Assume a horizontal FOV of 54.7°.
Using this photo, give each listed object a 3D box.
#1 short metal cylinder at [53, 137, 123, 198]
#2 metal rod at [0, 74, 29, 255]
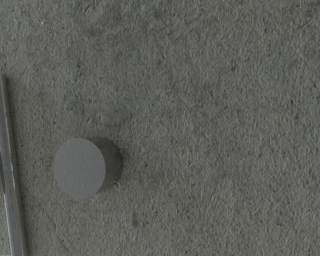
[{"bbox_3d":[-0.098,0.053,0.430,0.080,0.050,0.079,0,90,20],"label":"short metal cylinder"},{"bbox_3d":[-0.240,0.063,0.493,0.025,0.025,0.298,-10,87,20],"label":"metal rod"}]
